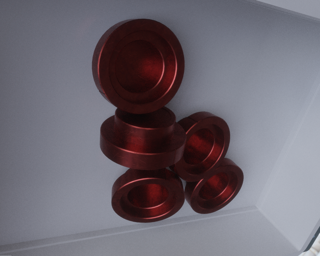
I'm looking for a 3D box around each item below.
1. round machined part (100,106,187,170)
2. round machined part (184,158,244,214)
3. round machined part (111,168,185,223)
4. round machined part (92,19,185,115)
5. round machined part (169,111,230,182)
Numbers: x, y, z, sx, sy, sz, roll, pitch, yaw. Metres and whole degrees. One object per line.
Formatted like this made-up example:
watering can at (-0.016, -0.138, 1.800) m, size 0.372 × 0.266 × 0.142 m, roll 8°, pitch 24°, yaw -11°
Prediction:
round machined part at (-0.018, 0.002, 0.354) m, size 0.099 × 0.098 × 0.042 m, roll -7°, pitch 122°, yaw -25°
round machined part at (0.081, 0.087, 0.497) m, size 0.099 × 0.042 × 0.097 m, roll -15°, pitch 126°, yaw -21°
round machined part at (-0.017, 0.086, 0.430) m, size 0.099 × 0.042 × 0.097 m, roll -4°, pitch 130°, yaw -4°
round machined part at (-0.026, -0.067, 0.335) m, size 0.099 × 0.042 × 0.097 m, roll -10°, pitch 111°, yaw -27°
round machined part at (0.048, 0.022, 0.432) m, size 0.099 × 0.042 × 0.097 m, roll -18°, pitch 122°, yaw -30°
